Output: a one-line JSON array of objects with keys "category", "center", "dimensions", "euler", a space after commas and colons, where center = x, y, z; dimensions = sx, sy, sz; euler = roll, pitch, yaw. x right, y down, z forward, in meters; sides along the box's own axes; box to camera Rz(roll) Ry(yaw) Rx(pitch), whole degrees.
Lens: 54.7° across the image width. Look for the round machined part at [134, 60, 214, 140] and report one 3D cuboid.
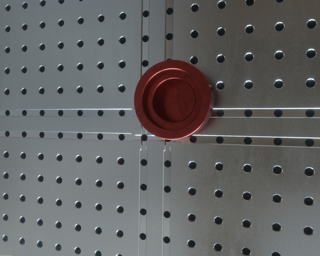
[{"category": "round machined part", "center": [0.020, -0.035, 0.396], "dimensions": [0.098, 0.042, 0.097], "euler": [0, 90, 19]}]
